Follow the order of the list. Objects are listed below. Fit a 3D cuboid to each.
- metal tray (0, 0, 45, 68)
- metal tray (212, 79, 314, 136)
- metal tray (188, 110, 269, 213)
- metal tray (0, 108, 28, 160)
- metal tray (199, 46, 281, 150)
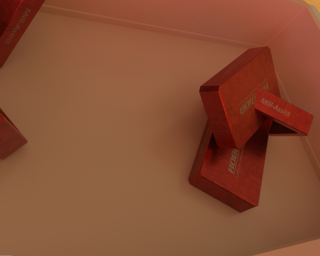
[{"bbox_3d":[-0.180,-0.138,0.327,0.090,0.130,0.030,46,21,3],"label":"metal tray"},{"bbox_3d":[0.142,-0.026,0.456,0.131,0.090,0.030,24,82,-14],"label":"metal tray"},{"bbox_3d":[0.100,0.039,0.435,0.090,0.030,0.130,31,52,-9],"label":"metal tray"},{"bbox_3d":[-0.183,-0.036,0.284,0.030,0.090,0.130,-40,84,-18],"label":"metal tray"},{"bbox_3d":[0.113,-0.043,0.414,0.131,0.030,0.090,-39,118,-34],"label":"metal tray"}]
